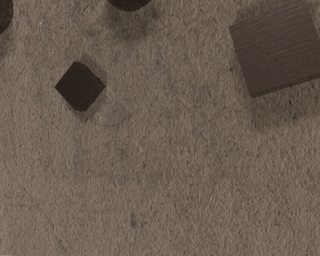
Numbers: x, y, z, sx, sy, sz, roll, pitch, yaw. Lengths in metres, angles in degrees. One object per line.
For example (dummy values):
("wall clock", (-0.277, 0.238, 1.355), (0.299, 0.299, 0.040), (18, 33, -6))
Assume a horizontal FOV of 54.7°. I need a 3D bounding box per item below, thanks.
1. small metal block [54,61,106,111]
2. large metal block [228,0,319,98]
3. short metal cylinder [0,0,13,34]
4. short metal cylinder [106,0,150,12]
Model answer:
("small metal block", (-0.116, -0.060, 0.448), (0.050, 0.025, 0.050), (45, 104, 14))
("large metal block", (0.131, -0.085, 0.349), (0.080, 0.050, 0.080), (-18, 84, 18))
("short metal cylinder", (-0.285, -0.193, 0.494), (0.080, 0.050, 0.079), (0, 90, 19))
("short metal cylinder", (-0.049, -0.204, 0.412), (0.080, 0.050, 0.079), (0, 90, 19))
